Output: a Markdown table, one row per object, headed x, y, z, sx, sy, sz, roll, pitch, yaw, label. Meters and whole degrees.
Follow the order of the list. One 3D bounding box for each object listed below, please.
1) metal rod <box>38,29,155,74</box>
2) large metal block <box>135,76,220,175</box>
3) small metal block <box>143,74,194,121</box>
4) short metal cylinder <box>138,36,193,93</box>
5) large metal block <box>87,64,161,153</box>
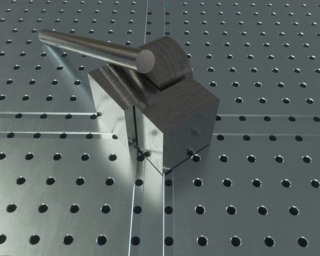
| x | y | z | sx | sy | sz | roll | pitch | yaw | label |
| --- | --- | --- | --- | --- | --- | --- | --- | --- | --- |
| -0.108 | -0.116 | 0.436 | 0.025 | 0.025 | 0.300 | -34 | 37 | -25 | metal rod |
| 0.020 | -0.003 | 0.372 | 0.081 | 0.080 | 0.050 | -31 | 57 | -23 | large metal block |
| 0.012 | -0.045 | 0.446 | 0.050 | 0.025 | 0.050 | -34 | 58 | -26 | small metal block |
| -0.003 | -0.071 | 0.398 | 0.050 | 0.080 | 0.080 | -30 | 56 | -23 | short metal cylinder |
| -0.044 | -0.029 | 0.397 | 0.050 | 0.080 | 0.080 | -31 | 57 | -23 | large metal block |
